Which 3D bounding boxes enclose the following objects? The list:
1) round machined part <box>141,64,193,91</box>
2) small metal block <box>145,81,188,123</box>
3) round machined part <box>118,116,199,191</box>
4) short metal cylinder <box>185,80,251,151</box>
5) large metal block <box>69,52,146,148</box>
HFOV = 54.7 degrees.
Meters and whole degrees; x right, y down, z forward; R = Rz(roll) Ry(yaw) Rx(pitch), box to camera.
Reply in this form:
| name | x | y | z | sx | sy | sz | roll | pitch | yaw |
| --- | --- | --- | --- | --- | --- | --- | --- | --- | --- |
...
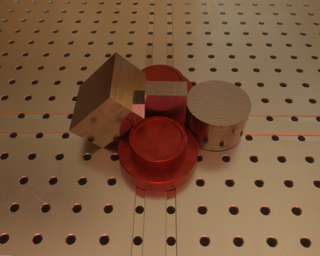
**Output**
| name | x | y | z | sx | sy | sz | roll | pitch | yaw |
| --- | --- | --- | --- | --- | --- | --- | --- | --- | --- |
| round machined part | 0.000 | -0.053 | 0.441 | 0.099 | 0.042 | 0.098 | 0 | 50 | 0 |
| small metal block | 0.008 | -0.032 | 0.389 | 0.050 | 0.050 | 0.025 | 1 | 50 | 1 |
| round machined part | -0.002 | 0.024 | 0.377 | 0.099 | 0.042 | 0.098 | 0 | 50 | 0 |
| short metal cylinder | 0.073 | -0.017 | 0.405 | 0.080 | 0.050 | 0.080 | 0 | 50 | 0 |
| large metal block | -0.064 | -0.034 | 0.392 | 0.050 | 0.080 | 0.080 | 32 | 40 | -33 |
